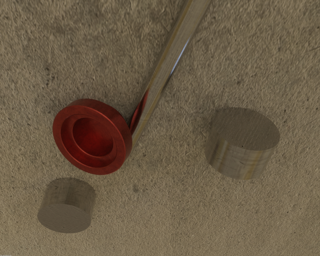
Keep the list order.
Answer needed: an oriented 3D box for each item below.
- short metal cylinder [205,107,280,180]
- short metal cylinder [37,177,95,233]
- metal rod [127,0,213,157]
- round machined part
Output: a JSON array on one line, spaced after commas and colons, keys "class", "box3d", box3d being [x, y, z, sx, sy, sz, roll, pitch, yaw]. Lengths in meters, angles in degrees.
[{"class": "short metal cylinder", "box3d": [0.101, 0.018, 0.388, 0.081, 0.080, 0.050, 5, 130, -5]}, {"class": "short metal cylinder", "box3d": [-0.147, 0.124, 0.495, 0.081, 0.050, 0.079, 0, 130, 0]}, {"class": "metal rod", "box3d": [0.008, -0.072, 0.345, 0.025, 0.025, 0.298, 18, 128, -15]}, {"class": "round machined part", "box3d": [-0.079, 0.007, 0.387, 0.098, 0.042, 0.097, 10, 122, 16]}]
